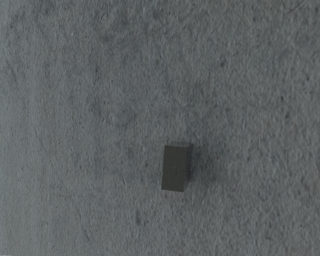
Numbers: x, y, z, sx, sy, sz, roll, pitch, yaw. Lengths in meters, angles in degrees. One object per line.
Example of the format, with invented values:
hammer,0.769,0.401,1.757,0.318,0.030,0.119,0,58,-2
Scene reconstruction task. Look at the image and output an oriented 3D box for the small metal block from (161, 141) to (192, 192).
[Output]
small metal block,0.021,0.044,0.366,0.025,0.050,0.050,5,94,13
